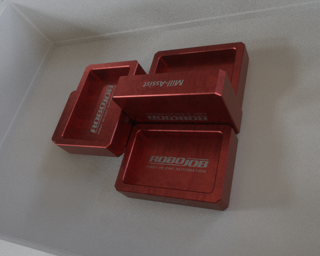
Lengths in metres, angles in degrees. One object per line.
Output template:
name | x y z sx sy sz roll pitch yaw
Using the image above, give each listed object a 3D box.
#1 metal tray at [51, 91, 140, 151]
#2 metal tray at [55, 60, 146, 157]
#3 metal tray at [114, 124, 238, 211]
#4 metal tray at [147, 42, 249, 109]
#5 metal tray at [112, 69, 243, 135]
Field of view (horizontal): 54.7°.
metal tray | -0.086 -0.012 0.449 0.130 0.030 0.090 1 62 28
metal tray | -0.077 -0.028 0.417 0.090 0.030 0.130 1 62 28
metal tray | 0.019 0.041 0.364 0.130 0.030 0.090 1 62 28
metal tray | 0.046 -0.065 0.416 0.130 0.030 0.090 1 62 28
metal tray | 0.022 -0.026 0.365 0.130 0.090 0.030 1 63 28
